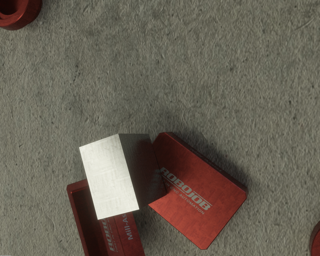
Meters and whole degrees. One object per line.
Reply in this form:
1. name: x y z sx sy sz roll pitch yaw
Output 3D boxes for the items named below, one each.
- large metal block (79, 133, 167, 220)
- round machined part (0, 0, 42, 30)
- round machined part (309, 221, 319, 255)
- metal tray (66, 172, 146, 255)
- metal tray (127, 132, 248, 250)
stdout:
1. large metal block: -0.040 0.052 0.360 0.050 0.080 0.080 -19 82 20
2. round machined part: -0.223 -0.199 0.477 0.098 0.042 0.097 0 90 19
3. round machined part: 0.213 0.138 0.325 0.098 0.042 0.097 0 90 19
4. metal tray: -0.074 0.128 0.413 0.090 0.030 0.129 -23 82 41
5. metal tray: 0.033 0.076 0.394 0.130 0.030 0.090 37 101 16
